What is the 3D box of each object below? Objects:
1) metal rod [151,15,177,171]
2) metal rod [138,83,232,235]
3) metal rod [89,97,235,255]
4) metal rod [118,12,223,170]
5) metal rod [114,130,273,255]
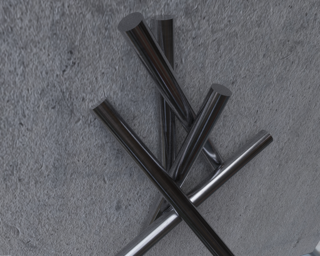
[{"bbox_3d":[0.010,0.006,0.415,0.025,0.025,0.298,-16,125,-19],"label":"metal rod"},{"bbox_3d":[0.021,0.072,0.425,0.025,0.025,0.298,1,130,-29],"label":"metal rod"},{"bbox_3d":[0.016,0.084,0.402,0.025,0.025,0.300,-39,109,-3],"label":"metal rod"},{"bbox_3d":[0.035,-0.015,0.388,0.025,0.025,0.300,-39,138,-2],"label":"metal rod"},{"bbox_3d":[0.051,0.101,0.447,0.301,0.025,0.025,-37,130,-14],"label":"metal rod"}]
